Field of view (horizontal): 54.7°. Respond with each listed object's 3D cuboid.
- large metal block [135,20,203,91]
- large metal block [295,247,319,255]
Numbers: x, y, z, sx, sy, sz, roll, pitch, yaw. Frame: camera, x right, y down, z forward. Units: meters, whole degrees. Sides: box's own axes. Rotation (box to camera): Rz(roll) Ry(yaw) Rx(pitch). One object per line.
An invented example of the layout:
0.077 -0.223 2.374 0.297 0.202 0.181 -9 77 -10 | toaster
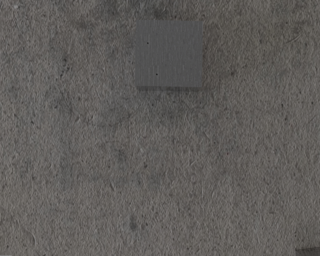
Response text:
0.011 -0.090 0.397 0.081 0.050 0.080 1 90 0 | large metal block
0.230 0.201 0.399 0.080 0.050 0.080 -7 90 0 | large metal block
